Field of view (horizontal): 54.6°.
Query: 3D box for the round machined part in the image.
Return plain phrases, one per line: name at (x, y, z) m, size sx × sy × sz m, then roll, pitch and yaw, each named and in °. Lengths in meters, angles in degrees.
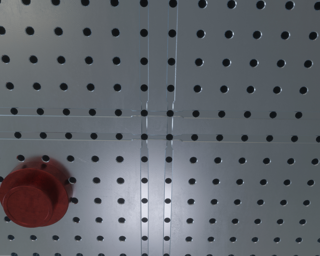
round machined part at (-0.179, 0.101, 0.440) m, size 0.099 × 0.042 × 0.097 m, roll 0°, pitch 110°, yaw 0°
